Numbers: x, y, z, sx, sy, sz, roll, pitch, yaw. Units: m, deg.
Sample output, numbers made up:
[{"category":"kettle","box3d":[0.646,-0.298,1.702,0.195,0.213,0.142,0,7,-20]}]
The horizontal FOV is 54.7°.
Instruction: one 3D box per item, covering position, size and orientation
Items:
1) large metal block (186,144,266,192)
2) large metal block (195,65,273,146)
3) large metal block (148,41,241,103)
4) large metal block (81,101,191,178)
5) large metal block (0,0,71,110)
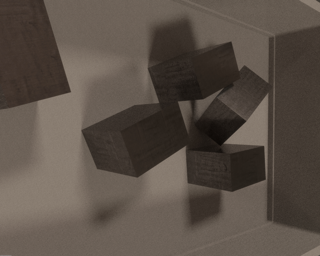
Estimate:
[{"category":"large metal block","box3d":[0.096,0.054,0.454,0.081,0.080,0.050,-7,95,-40]},{"category":"large metal block","box3d":[0.106,-0.031,0.453,0.050,0.080,0.080,40,59,7]},{"category":"large metal block","box3d":[0.045,-0.073,0.411,0.081,0.080,0.050,-30,109,-36]},{"category":"large metal block","box3d":[-0.027,0.010,0.350,0.081,0.080,0.050,-30,109,-36]},{"category":"large metal block","box3d":[-0.128,-0.060,0.265,0.050,0.080,0.079,-23,105,-38]}]
